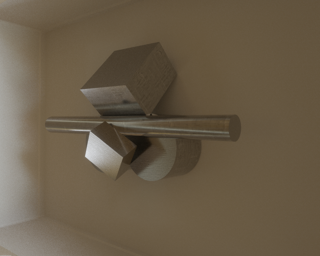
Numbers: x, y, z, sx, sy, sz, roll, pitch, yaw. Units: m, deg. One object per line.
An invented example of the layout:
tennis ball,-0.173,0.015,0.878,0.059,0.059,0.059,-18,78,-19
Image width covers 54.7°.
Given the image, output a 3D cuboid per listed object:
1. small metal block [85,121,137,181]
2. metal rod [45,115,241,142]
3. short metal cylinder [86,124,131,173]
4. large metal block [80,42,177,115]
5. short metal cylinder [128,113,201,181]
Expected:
small metal block,-0.060,0.028,0.373,0.050,0.025,0.050,37,136,13
metal rod,-0.048,-0.003,0.377,0.300,0.025,0.025,1,91,39
short metal cylinder,-0.059,0.021,0.435,0.080,0.050,0.079,0,90,39
large metal block,-0.038,-0.059,0.391,0.080,0.050,0.080,1,48,39
short metal cylinder,0.003,0.022,0.385,0.080,0.050,0.079,0,90,39
